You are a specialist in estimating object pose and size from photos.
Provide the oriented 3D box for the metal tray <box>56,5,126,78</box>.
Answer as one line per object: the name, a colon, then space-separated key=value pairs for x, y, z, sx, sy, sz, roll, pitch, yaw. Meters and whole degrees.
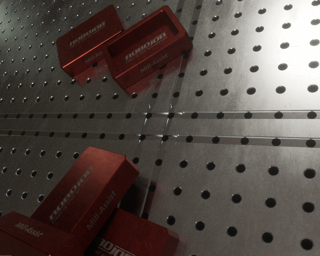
metal tray: x=-0.124 y=-0.159 z=0.566 sx=0.130 sy=0.030 sz=0.090 roll=-29 pitch=52 yaw=9

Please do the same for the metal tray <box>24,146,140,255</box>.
metal tray: x=-0.094 y=0.086 z=0.371 sx=0.090 sy=0.030 sz=0.130 roll=7 pitch=54 yaw=48

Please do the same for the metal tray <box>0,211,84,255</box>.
metal tray: x=-0.129 y=0.148 z=0.332 sx=0.130 sy=0.089 sz=0.030 roll=3 pitch=19 yaw=38

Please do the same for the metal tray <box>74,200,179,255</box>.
metal tray: x=-0.055 y=0.138 z=0.348 sx=0.130 sy=0.030 sz=0.090 roll=12 pitch=68 yaw=32

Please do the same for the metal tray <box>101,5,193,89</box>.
metal tray: x=-0.024 y=-0.130 z=0.495 sx=0.130 sy=0.030 sz=0.090 roll=-30 pitch=52 yaw=8
